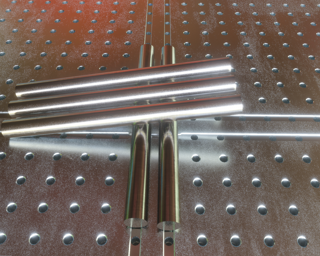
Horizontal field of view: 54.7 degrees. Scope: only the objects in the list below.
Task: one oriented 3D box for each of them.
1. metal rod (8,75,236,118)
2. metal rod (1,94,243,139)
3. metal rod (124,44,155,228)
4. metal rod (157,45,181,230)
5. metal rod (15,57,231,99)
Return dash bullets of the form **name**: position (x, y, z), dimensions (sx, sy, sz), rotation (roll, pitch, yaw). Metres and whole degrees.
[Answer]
- **metal rod**: position (-0.053, -0.041, 0.415), dimensions (0.302, 0.025, 0.025), rotation (-6, 50, 5)
- **metal rod**: position (-0.051, -0.014, 0.391), dimensions (0.302, 0.025, 0.025), rotation (-6, 50, 5)
- **metal rod**: position (-0.023, -0.015, 0.420), dimensions (0.025, 0.025, 0.300), rotation (1, 50, 0)
- **metal rod**: position (0.011, -0.013, 0.419), dimensions (0.025, 0.025, 0.300), rotation (1, 50, 0)
- **metal rod**: position (-0.054, -0.069, 0.438), dimensions (0.302, 0.025, 0.025), rotation (-6, 50, 4)
